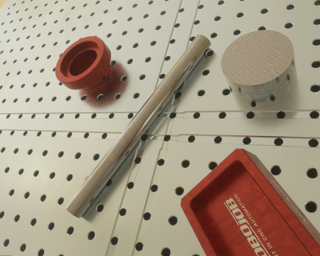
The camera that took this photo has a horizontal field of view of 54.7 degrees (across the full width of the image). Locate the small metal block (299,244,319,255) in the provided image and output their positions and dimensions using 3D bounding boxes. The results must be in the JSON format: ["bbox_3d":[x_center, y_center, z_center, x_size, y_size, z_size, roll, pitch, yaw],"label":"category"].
[{"bbox_3d":[0.153,0.117,0.256,0.050,0.025,0.050,-30,52,8],"label":"small metal block"}]

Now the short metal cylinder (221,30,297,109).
[{"bbox_3d":[0.120,-0.070,0.372,0.080,0.050,0.080,-13,56,21],"label":"short metal cylinder"}]

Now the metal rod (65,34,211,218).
[{"bbox_3d":[-0.024,-0.009,0.426,0.025,0.025,0.300,29,77,37],"label":"metal rod"}]

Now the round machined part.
[{"bbox_3d":[-0.125,-0.105,0.527,0.098,0.042,0.098,-13,56,21],"label":"round machined part"}]

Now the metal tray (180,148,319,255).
[{"bbox_3d":[0.083,0.094,0.283,0.090,0.030,0.130,-47,46,19],"label":"metal tray"}]
